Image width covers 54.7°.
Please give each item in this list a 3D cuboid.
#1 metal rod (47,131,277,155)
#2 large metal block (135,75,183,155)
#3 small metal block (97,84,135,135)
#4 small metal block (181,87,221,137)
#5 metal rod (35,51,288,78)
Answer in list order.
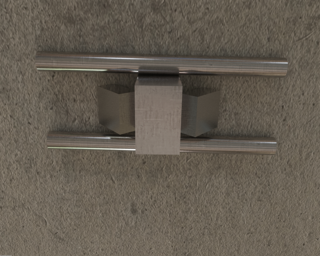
[{"bbox_3d":[0.003,0.020,0.418,0.302,0.025,0.025,2,110,-1],"label":"metal rod"},{"bbox_3d":[-0.002,-0.021,0.376,0.050,0.080,0.079,1,110,-1],"label":"large metal block"},{"bbox_3d":[-0.054,-0.025,0.386,0.025,0.050,0.050,-15,116,-37],"label":"small metal block"},{"bbox_3d":[0.050,-0.021,0.389,0.025,0.050,0.050,17,115,38],"label":"small metal block"},{"bbox_3d":[0.003,-0.078,0.382,0.302,0.025,0.025,1,110,-1],"label":"metal rod"}]
